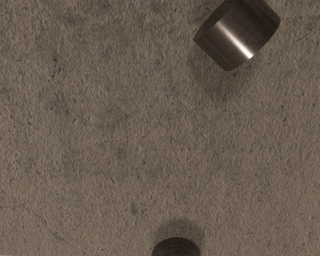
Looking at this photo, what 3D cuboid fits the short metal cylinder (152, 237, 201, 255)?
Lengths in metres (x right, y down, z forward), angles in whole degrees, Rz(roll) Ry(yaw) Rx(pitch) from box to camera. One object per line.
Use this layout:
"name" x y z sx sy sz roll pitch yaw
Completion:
"short metal cylinder" 0.026 0.218 0.477 0.081 0.050 0.079 0 110 -1

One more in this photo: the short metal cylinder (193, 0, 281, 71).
"short metal cylinder" 0.083 -0.109 0.341 0.050 0.080 0.080 41 105 -14
